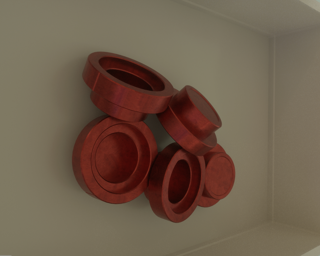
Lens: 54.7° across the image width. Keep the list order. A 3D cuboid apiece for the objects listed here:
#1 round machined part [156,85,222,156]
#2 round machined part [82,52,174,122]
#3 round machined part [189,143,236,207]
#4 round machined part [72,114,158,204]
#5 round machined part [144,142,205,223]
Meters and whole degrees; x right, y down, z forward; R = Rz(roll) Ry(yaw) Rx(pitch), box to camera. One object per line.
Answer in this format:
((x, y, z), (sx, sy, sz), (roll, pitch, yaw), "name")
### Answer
((0.041, -0.016, 0.394), (0.098, 0.042, 0.098), (39, 25, -22), "round machined part")
((-0.037, -0.042, 0.340), (0.099, 0.098, 0.042), (3, 124, -40), "round machined part")
((0.074, 0.068, 0.458), (0.099, 0.042, 0.097), (0, 90, -40), "round machined part")
((-0.053, 0.033, 0.349), (0.099, 0.042, 0.097), (0, 90, -40), "round machined part")
((0.016, 0.066, 0.393), (0.099, 0.042, 0.097), (-13, 107, -52), "round machined part")
